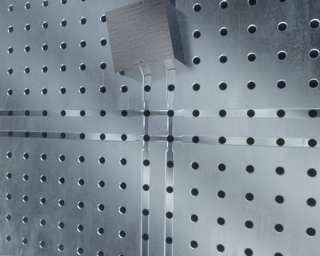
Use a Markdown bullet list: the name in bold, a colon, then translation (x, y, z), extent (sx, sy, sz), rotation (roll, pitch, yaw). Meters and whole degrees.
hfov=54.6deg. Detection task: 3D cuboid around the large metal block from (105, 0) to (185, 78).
- **large metal block**: translation (-0.018, -0.116, 0.406), extent (0.080, 0.050, 0.080), rotation (-10, 87, 19)
